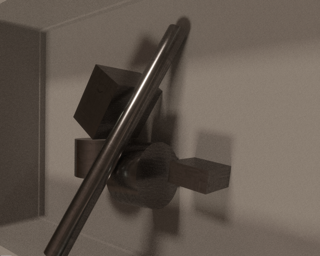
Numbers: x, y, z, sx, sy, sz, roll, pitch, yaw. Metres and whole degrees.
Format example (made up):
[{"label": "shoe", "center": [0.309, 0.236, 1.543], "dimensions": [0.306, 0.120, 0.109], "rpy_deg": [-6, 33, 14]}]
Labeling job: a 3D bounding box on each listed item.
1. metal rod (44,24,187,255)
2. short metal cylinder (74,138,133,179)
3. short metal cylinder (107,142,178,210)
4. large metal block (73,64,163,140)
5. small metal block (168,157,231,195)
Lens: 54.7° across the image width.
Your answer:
[{"label": "metal rod", "center": [-0.046, 0.008, 0.362], "dimensions": [0.025, 0.025, 0.299], "rpy_deg": [19, 77, 38]}, {"label": "short metal cylinder", "center": [-0.078, 0.040, 0.433], "dimensions": [0.080, 0.081, 0.050], "rpy_deg": [1, 91, 39]}, {"label": "short metal cylinder", "center": [-0.020, 0.057, 0.386], "dimensions": [0.050, 0.081, 0.079], "rpy_deg": [-3, 88, 40]}, {"label": "large metal block", "center": [-0.056, -0.032, 0.415], "dimensions": [0.050, 0.081, 0.080], "rpy_deg": [43, 116, 31]}, {"label": "small metal block", "center": [0.045, 0.052, 0.352], "dimensions": [0.050, 0.050, 0.025], "rpy_deg": [11, 97, 39]}]
